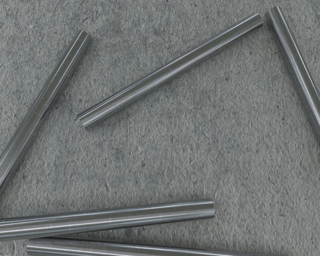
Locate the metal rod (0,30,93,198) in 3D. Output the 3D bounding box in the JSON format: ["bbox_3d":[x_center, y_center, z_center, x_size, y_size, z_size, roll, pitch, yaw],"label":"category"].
[{"bbox_3d":[-0.168,-0.006,0.408,0.025,0.025,0.300,22,71,7],"label":"metal rod"}]

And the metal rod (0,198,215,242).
[{"bbox_3d":[-0.087,0.107,0.354,0.302,0.025,0.025,-4,70,-8],"label":"metal rod"}]

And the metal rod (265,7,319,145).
[{"bbox_3d":[0.207,-0.040,0.425,0.025,0.025,0.299,-12,71,-5],"label":"metal rod"}]

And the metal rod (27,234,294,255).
[{"bbox_3d":[0.003,0.146,0.354,0.302,0.025,0.025,5,70,1],"label":"metal rod"}]

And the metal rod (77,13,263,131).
[{"bbox_3d":[0.022,-0.084,0.439,0.301,0.025,0.025,-32,74,-12],"label":"metal rod"}]
